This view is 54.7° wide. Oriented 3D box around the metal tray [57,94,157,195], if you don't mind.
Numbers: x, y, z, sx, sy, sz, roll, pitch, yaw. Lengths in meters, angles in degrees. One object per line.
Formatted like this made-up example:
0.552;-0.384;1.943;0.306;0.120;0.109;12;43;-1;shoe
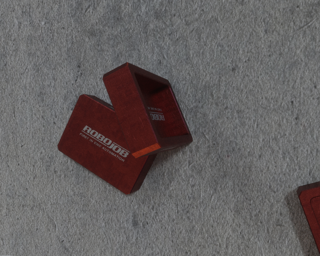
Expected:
-0.070;0.020;0.431;0.130;0.030;0.090;29;99;17;metal tray

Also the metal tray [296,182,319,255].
0.214;0.117;0.330;0.090;0.030;0.129;-20;83;18;metal tray

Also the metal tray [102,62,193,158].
-0.007;-0.018;0.356;0.030;0.130;0.090;-24;82;19;metal tray
